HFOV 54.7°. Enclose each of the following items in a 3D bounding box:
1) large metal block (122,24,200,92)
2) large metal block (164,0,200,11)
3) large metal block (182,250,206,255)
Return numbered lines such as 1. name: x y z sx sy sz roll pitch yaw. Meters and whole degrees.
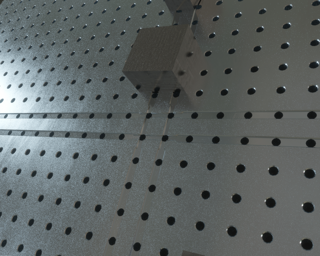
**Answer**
1. large metal block: 0.003 -0.100 0.450 0.080 0.050 0.080 5 64 30
2. large metal block: 0.037 -0.253 0.508 0.050 0.080 0.080 13 69 33
3. large metal block: 0.047 0.153 0.254 0.050 0.080 0.080 2 63 29
